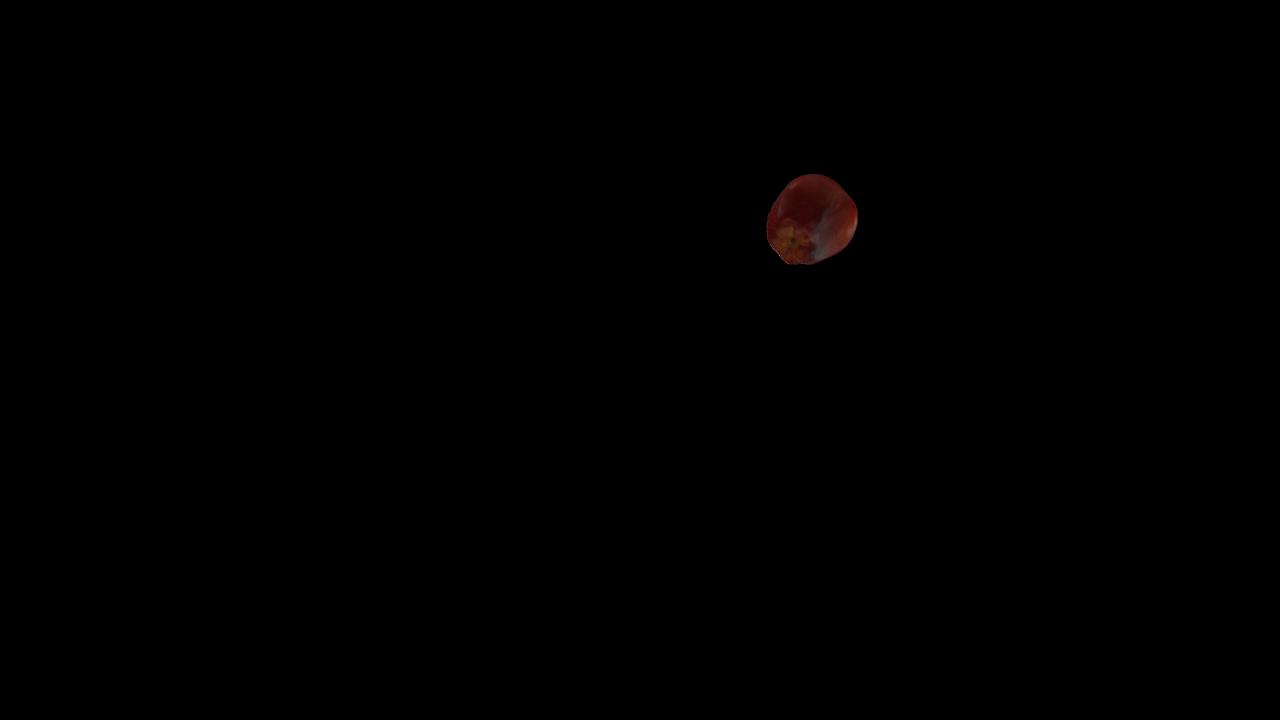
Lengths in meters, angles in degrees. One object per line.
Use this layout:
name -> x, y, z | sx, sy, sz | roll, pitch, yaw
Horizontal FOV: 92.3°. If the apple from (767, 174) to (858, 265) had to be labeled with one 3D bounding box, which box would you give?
apple -> 0.155, -0.127, 0.559 | 0.079, 0.079, 0.093 | 0, 33, 45
